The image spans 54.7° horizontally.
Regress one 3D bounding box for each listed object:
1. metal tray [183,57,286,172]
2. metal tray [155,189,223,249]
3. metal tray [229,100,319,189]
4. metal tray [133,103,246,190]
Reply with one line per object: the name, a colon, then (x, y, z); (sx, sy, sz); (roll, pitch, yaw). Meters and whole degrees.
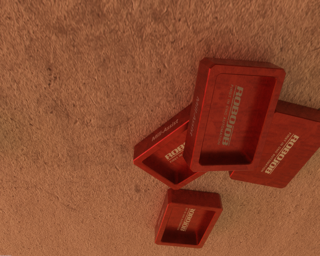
metal tray: (0.083, -0.012, 0.361); (0.091, 0.030, 0.129); (1, 115, -16)
metal tray: (0.046, 0.161, 0.541); (0.091, 0.030, 0.129); (8, 130, -7)
metal tray: (0.160, 0.026, 0.428); (0.091, 0.030, 0.129); (12, 129, -11)
metal tray: (0.038, 0.027, 0.426); (0.130, 0.030, 0.090); (-37, 121, 27)
